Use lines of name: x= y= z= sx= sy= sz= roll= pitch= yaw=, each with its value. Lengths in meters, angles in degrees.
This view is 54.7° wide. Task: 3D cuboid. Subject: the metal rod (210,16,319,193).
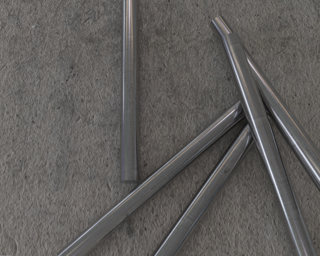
metal rod: x=0.141 y=-0.036 z=0.394 sx=0.025 sy=0.025 sz=0.299 roll=-21 pitch=63 yaw=-7

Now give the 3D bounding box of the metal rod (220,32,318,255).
metal rod: x=0.131 y=0.023 z=0.377 sx=0.025 sy=0.025 sz=0.299 roll=-15 pitch=79 yaw=-5

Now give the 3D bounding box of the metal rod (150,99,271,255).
metal rod: x=0.065 y=0.072 z=0.382 sx=0.025 sy=0.025 sz=0.300 roll=36 pitch=74 yaw=12

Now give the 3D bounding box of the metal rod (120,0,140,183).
metal rod: x=-0.042 y=-0.074 z=0.434 sx=0.025 sy=0.025 sz=0.299 roll=-2 pitch=70 yaw=-1

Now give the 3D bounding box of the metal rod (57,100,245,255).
metal rod: x=0.005 y=0.059 z=0.386 sx=0.301 sy=0.025 sz=0.025 roll=-39 pitch=75 yaw=-13
